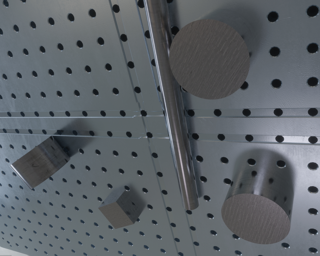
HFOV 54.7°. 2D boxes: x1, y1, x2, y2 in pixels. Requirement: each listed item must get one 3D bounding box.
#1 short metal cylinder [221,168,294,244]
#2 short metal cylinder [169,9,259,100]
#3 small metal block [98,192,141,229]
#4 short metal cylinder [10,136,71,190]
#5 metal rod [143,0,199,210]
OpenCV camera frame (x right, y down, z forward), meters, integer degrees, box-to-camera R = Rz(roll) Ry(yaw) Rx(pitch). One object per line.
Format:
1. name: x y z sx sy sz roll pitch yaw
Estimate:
1. short metal cylinder: 0.124 0.098 0.391 0.080 0.050 0.079 13 124 21
2. short metal cylinder: 0.056 -0.076 0.318 0.080 0.050 0.079 13 124 21
3. small metal block: -0.070 0.144 0.537 0.050 0.025 0.050 -27 104 37
4. short metal cylinder: -0.198 0.056 0.515 0.080 0.080 0.050 -28 103 37
5. metal rod: 0.019 -0.018 0.389 0.025 0.025 0.298 3 120 27
